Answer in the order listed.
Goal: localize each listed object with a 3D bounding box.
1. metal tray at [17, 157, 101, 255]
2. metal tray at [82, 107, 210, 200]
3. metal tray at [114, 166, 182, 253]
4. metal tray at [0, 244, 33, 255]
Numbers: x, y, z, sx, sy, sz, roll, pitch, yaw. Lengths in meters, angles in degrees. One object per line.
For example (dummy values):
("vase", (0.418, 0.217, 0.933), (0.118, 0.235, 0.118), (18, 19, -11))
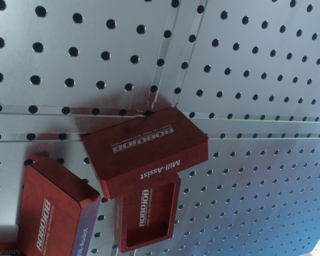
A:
("metal tray", (-0.124, 0.112, 0.368), (0.030, 0.090, 0.129), (-20, 133, -55))
("metal tray", (-0.018, 0.024, 0.373), (0.131, 0.090, 0.030), (-19, 126, -17))
("metal tray", (-0.021, 0.124, 0.472), (0.091, 0.030, 0.129), (-8, 122, -24))
("metal tray", (-0.220, 0.198, 0.410), (0.131, 0.030, 0.089), (11, 113, -33))
